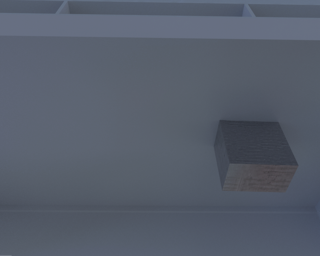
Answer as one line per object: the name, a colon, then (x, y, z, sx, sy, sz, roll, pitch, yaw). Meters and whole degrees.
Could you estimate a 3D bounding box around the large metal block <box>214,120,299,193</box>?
large metal block: (0.119, 0.035, 0.404, 0.080, 0.080, 0.050, 2, 130, -2)
